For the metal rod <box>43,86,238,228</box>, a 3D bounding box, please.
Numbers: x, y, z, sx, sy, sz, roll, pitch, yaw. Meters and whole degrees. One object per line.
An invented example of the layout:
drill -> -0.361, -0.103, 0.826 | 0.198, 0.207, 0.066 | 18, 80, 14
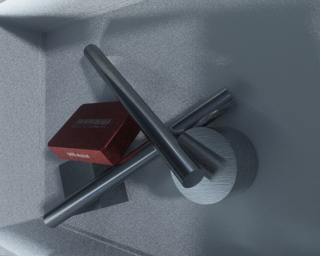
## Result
metal rod -> -0.037, 0.046, 0.385 | 0.300, 0.025, 0.025 | -35, 68, 19

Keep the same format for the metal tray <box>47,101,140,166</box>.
metal tray -> -0.089, 0.004, 0.436 | 0.130, 0.030, 0.090 | 1, 46, 41

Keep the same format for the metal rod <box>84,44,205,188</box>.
metal rod -> -0.039, -0.037, 0.397 | 0.300, 0.025, 0.025 | 50, 120, 42

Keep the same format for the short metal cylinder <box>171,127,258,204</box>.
short metal cylinder -> 0.058, 0.038, 0.338 | 0.080, 0.050, 0.079 | 0, 90, 39

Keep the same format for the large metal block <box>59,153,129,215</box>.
large metal block -> -0.101, 0.082, 0.466 | 0.080, 0.050, 0.080 | -24, 75, 37
